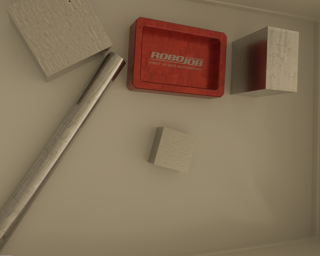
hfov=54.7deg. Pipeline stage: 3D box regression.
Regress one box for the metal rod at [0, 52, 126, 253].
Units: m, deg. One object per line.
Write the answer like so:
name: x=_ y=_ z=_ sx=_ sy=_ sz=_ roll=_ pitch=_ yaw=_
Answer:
metal rod: x=-0.130 y=0.037 z=0.362 sx=0.025 sy=0.025 sz=0.300 roll=35 pitch=79 yaw=-17

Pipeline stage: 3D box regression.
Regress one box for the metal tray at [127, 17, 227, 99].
metal tray: x=0.024 y=-0.090 z=0.417 sx=0.131 sy=0.030 sz=0.089 roll=4 pitch=89 yaw=-21

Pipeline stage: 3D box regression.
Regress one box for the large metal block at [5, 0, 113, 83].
large metal block: x=-0.114 y=-0.109 z=0.355 sx=0.080 sy=0.050 sz=0.080 roll=-32 pitch=101 yaw=-18

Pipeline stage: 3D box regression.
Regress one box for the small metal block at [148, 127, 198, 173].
small metal block: x=0.017 y=0.029 z=0.418 sx=0.050 sy=0.025 sz=0.050 roll=17 pitch=84 yaw=-20

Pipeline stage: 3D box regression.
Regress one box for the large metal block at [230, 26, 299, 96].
large metal block: x=0.144 y=-0.088 z=0.436 sx=0.050 sy=0.080 sz=0.079 roll=3 pitch=89 yaw=-20
